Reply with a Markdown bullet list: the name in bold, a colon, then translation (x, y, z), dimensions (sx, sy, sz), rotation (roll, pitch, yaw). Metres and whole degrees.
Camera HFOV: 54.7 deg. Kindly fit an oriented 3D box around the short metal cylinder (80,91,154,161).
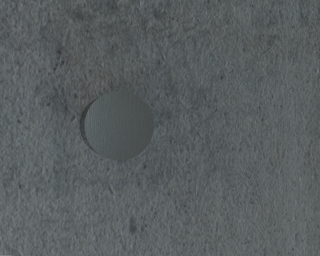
- **short metal cylinder**: translation (-0.054, -0.003, 0.377), dimensions (0.081, 0.050, 0.079), rotation (0, 90, -21)
